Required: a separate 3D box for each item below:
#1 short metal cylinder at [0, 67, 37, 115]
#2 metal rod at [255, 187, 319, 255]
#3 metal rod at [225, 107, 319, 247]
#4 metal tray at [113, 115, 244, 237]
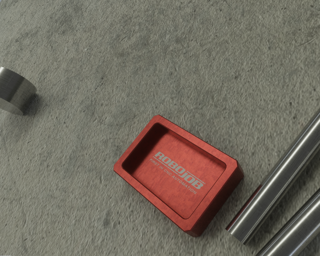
[{"bbox_3d":[-0.268,-0.064,0.545,0.080,0.080,0.050,9,66,31],"label":"short metal cylinder"},{"bbox_3d":[0.169,0.050,0.283,0.300,0.025,0.025,-45,51,-4],"label":"metal rod"},{"bbox_3d":[0.170,-0.007,0.318,0.025,0.025,0.300,35,81,38],"label":"metal rod"},{"bbox_3d":[0.017,0.049,0.360,0.130,0.030,0.090,32,79,37],"label":"metal tray"}]
